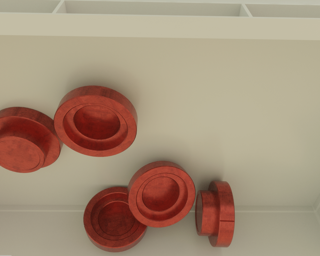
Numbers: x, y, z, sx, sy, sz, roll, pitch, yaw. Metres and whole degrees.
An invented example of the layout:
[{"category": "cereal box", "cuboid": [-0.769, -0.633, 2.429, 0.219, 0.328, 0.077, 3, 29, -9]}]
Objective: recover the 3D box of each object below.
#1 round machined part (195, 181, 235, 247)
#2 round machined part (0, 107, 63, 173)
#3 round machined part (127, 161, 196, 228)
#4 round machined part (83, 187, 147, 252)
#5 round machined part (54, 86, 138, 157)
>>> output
[{"category": "round machined part", "cuboid": [0.080, 0.130, 0.473, 0.042, 0.098, 0.097, 3, 130, -3]}, {"category": "round machined part", "cuboid": [-0.184, 0.023, 0.415, 0.099, 0.042, 0.097, -1, 130, 0]}, {"category": "round machined part", "cuboid": [0.000, 0.094, 0.461, 0.099, 0.042, 0.097, -4, 106, -12]}, {"category": "round machined part", "cuboid": [-0.067, 0.145, 0.486, 0.099, 0.098, 0.042, 3, 141, -3]}, {"category": "round machined part", "cuboid": [-0.077, -0.012, 0.386, 0.099, 0.042, 0.097, -1, 130, 0]}]
